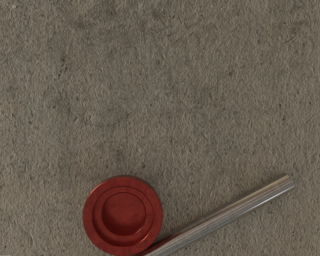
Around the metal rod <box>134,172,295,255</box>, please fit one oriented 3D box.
[{"bbox_3d":[0.039,0.140,0.410,0.301,0.025,0.025,-28,90,-1],"label":"metal rod"}]

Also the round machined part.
[{"bbox_3d":[-0.046,0.109,0.401,0.099,0.042,0.097,0,90,-1],"label":"round machined part"}]
